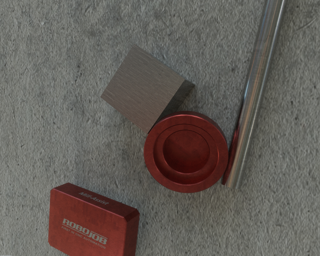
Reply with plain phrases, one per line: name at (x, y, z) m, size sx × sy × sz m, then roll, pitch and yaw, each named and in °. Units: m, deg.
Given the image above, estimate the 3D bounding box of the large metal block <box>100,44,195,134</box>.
large metal block at (-0.015, -0.048, 0.401) m, size 0.080 × 0.050 × 0.080 m, roll 38°, pitch 102°, yaw 16°

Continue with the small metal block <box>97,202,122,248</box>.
small metal block at (-0.070, 0.137, 0.431) m, size 0.050 × 0.025 × 0.050 m, roll -26°, pitch 82°, yaw 13°

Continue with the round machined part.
round machined part at (0.033, 0.026, 0.379) m, size 0.098 × 0.042 × 0.097 m, roll 3°, pitch 106°, yaw 9°

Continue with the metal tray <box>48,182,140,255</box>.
metal tray at (-0.094, 0.137, 0.423) m, size 0.130 × 0.030 × 0.089 m, roll 13°, pitch 104°, yaw 27°

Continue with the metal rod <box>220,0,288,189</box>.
metal rod at (0.119, -0.075, 0.366) m, size 0.025 × 0.025 × 0.298 m, roll 14°, pitch 95°, yaw 19°
